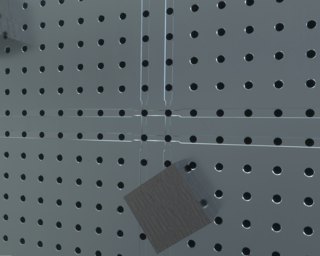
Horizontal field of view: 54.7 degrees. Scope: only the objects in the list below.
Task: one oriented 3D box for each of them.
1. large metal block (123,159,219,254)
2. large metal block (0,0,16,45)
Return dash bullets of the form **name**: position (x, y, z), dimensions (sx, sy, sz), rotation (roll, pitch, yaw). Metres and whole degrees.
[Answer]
- **large metal block**: position (0.015, 0.097, 0.393), dimensions (0.080, 0.050, 0.080), rotation (-36, 79, 16)
- **large metal block**: position (-0.289, -0.177, 0.499), dimensions (0.080, 0.050, 0.080), rotation (-11, 86, 19)
